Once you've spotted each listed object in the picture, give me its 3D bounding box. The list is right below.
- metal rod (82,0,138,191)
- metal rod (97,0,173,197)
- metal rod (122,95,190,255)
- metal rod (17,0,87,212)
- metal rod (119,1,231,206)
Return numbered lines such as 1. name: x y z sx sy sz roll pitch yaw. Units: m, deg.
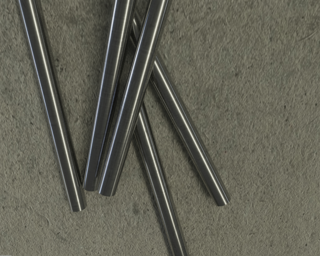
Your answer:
1. metal rod: -0.062 -0.047 0.374 0.025 0.025 0.298 13 116 -5
2. metal rod: -0.028 -0.050 0.363 0.025 0.025 0.298 16 109 -6
3. metal rod: 0.003 0.090 0.442 0.025 0.025 0.298 -14 110 5
4. metal rod: -0.135 -0.024 0.399 0.025 0.025 0.298 -6 110 2
5. metal rod: 0.023 -0.020 0.402 0.025 0.025 0.299 -25 108 9
